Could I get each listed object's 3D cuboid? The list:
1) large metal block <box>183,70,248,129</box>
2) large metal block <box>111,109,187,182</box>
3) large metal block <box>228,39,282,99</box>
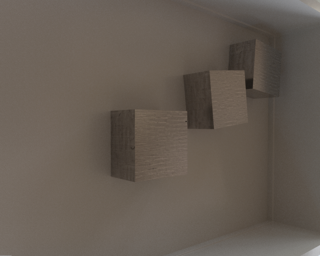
[{"bbox_3d":[0.084,-0.043,0.464,0.081,0.050,0.079,-9,96,-40],"label":"large metal block"},{"bbox_3d":[-0.013,0.019,0.382,0.081,0.050,0.079,-1,91,-40],"label":"large metal block"},{"bbox_3d":[0.162,-0.097,0.529,0.081,0.050,0.080,8,85,-40],"label":"large metal block"}]
